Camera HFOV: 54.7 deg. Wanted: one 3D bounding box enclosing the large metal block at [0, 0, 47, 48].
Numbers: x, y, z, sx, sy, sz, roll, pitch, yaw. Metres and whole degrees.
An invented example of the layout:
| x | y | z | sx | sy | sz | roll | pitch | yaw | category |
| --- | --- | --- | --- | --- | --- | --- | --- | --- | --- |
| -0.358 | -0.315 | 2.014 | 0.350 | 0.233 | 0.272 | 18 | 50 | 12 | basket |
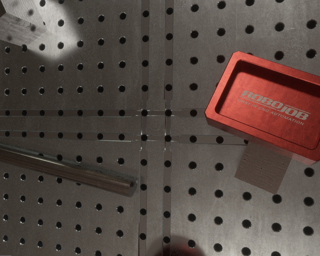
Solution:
| x | y | z | sx | sy | sz | roll | pitch | yaw | category |
| --- | --- | --- | --- | --- | --- | --- | --- | --- | --- |
| -0.229 | -0.177 | 0.462 | 0.050 | 0.080 | 0.080 | -30 | 81 | 17 | large metal block |

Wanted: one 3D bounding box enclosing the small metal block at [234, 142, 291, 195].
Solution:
| x | y | z | sx | sy | sz | roll | pitch | yaw | category |
| --- | --- | --- | --- | --- | --- | --- | --- | --- | --- |
| 0.123 | 0.044 | 0.369 | 0.050 | 0.025 | 0.050 | 23 | 97 | 18 | small metal block |

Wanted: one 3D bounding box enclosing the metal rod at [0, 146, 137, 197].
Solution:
| x | y | z | sx | sy | sz | roll | pitch | yaw | category |
| --- | --- | --- | --- | --- | --- | --- | --- | --- | --- |
| -0.178 | 0.057 | 0.473 | 0.301 | 0.025 | 0.025 | 11 | 94 | 19 | metal rod |

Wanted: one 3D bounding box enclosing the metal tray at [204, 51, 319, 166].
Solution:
| x | y | z | sx | sy | sz | roll | pitch | yaw | category |
| --- | --- | --- | --- | --- | --- | --- | --- | --- | --- |
| 0.128 | -0.025 | 0.351 | 0.130 | 0.030 | 0.090 | 23 | 81 | 18 | metal tray |
